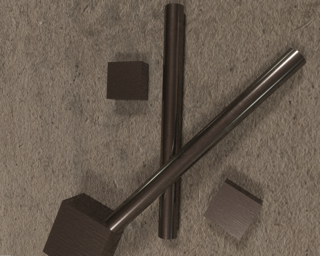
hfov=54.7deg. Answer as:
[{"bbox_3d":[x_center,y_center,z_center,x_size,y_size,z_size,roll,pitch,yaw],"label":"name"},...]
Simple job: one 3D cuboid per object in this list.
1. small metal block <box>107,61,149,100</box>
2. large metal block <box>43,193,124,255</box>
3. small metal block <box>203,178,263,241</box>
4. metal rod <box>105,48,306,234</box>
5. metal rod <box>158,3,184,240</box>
[{"bbox_3d":[-0.044,-0.064,0.423,0.050,0.025,0.050,2,91,19],"label":"small metal block"},{"bbox_3d":[-0.102,0.149,0.430,0.080,0.050,0.080,25,98,18],"label":"large metal block"},{"bbox_3d":[0.089,0.098,0.377,0.050,0.025,0.050,32,100,16],"label":"small metal block"},{"bbox_3d":[0.049,0.020,0.371,0.300,0.025,0.025,-43,77,7],"label":"metal rod"},{"bbox_3d":[0.014,-0.008,0.403,0.025,0.025,0.298,2,91,19],"label":"metal rod"}]
